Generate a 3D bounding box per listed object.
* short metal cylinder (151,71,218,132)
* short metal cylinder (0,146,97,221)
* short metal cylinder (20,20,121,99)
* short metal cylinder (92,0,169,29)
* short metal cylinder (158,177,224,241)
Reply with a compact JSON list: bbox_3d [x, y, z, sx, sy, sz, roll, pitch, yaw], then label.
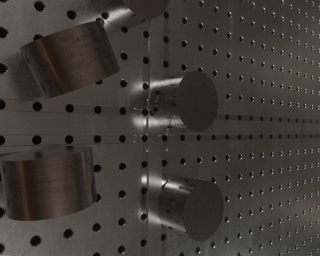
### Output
[{"bbox_3d":[0.034,-0.035,0.424,0.081,0.050,0.079,0,90,-40],"label":"short metal cylinder"},{"bbox_3d":[-0.102,0.047,0.289,0.081,0.080,0.050,-8,96,-40],"label":"short metal cylinder"},{"bbox_3d":[-0.086,-0.067,0.303,0.081,0.080,0.050,-33,111,-36],"label":"short metal cylinder"},{"bbox_3d":[-0.035,-0.163,0.365,0.081,0.050,0.079,0,90,-40],"label":"short metal cylinder"},{"bbox_3d":[0.044,0.111,0.432,0.081,0.050,0.079,0,90,-40],"label":"short metal cylinder"}]
